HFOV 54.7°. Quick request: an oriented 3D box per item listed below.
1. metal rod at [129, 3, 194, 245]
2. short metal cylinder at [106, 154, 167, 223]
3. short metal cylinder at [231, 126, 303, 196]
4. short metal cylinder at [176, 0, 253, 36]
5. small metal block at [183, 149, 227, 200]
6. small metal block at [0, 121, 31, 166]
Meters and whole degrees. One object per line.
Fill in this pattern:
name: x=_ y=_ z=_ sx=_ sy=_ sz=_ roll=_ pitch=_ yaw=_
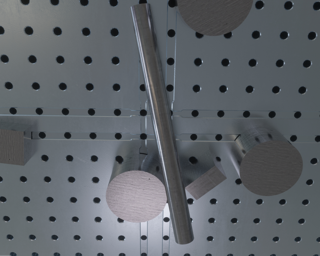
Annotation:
metal rod: x=0.005 y=0.003 z=0.385 sx=0.025 sy=0.025 sz=0.298 roll=-10 pitch=99 yaw=3
short metal cylinder: x=-0.031 y=0.083 z=0.430 sx=0.081 sy=0.050 sz=0.079 roll=0 pitch=110 yaw=0
short metal cylinder: x=0.142 y=0.044 z=0.418 sx=0.081 sy=0.050 sz=0.079 roll=0 pitch=110 yaw=0
short metal cylinder: x=0.058 y=-0.146 z=0.347 sx=0.081 sy=0.050 sz=0.079 roll=0 pitch=110 yaw=0
small metal block: x=0.059 y=0.063 z=0.424 sx=0.050 sy=0.050 sz=0.025 roll=-39 pitch=106 yaw=13
small metal block: x=-0.205 y=0.020 z=0.419 sx=0.050 sy=0.025 sz=0.050 roll=7 pitch=110 yaw=-3
